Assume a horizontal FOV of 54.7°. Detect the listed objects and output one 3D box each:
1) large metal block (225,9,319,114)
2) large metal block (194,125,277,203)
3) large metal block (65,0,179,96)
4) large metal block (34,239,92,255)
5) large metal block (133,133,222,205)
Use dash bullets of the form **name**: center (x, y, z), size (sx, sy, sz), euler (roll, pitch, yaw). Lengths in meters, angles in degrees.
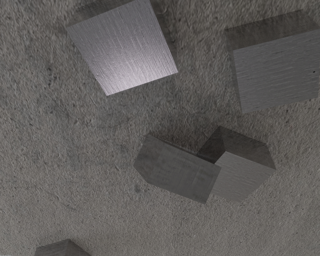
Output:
- **large metal block**: center (0.119, -0.070, 0.333), size (0.080, 0.050, 0.080), euler (-12, 129, 10)
- **large metal block**: center (0.099, 0.053, 0.437), size (0.080, 0.050, 0.079), euler (21, 127, -17)
- **large metal block**: center (-0.034, -0.089, 0.314), size (0.080, 0.050, 0.080), euler (-17, 128, 13)
- **large metal block**: center (-0.197, 0.273, 0.621), size (0.080, 0.050, 0.080), euler (-21, 127, 16)
- **large metal block**: center (0.019, 0.051, 0.404), size (0.080, 0.080, 0.050), euler (24, 90, -18)
